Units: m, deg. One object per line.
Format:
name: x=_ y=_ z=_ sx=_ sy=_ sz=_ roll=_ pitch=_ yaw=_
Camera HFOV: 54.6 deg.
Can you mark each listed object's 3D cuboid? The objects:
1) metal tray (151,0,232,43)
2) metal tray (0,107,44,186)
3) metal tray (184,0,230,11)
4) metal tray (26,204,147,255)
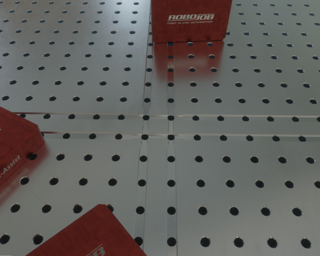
metal tray: x=0.051 y=-0.194 z=0.528 sx=0.131 sy=0.090 sz=0.030 roll=-3 pitch=50 yaw=-3
metal tray: x=-0.221 y=0.033 z=0.376 sx=0.090 sy=0.030 sz=0.130 roll=23 pitch=54 yaw=18
metal tray: x=0.081 y=-0.303 z=0.659 sx=0.091 sy=0.030 sz=0.130 roll=-28 pitch=55 yaw=-22
metal tray: x=-0.080 y=0.143 z=0.284 sx=0.131 sy=0.030 sz=0.090 roll=-33 pitch=58 yaw=-25
